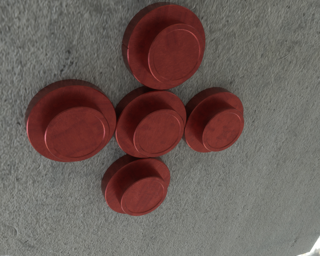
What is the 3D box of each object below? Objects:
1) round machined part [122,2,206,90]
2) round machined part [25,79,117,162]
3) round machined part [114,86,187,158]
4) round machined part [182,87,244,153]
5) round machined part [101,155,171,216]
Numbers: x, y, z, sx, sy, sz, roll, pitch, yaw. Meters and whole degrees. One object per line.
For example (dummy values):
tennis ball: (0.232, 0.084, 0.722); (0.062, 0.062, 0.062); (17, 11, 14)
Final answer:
round machined part: (0.010, -0.088, 0.350); (0.099, 0.042, 0.097); (-14, 125, -21)
round machined part: (-0.095, -0.001, 0.345); (0.099, 0.042, 0.097); (-14, 125, -21)
round machined part: (-0.009, -0.002, 0.393); (0.099, 0.042, 0.097); (-14, 125, -21)
round machined part: (0.079, -0.005, 0.439); (0.099, 0.042, 0.097); (-14, 125, -21)
round machined part: (-0.029, 0.084, 0.435); (0.099, 0.042, 0.097); (-14, 125, -21)
